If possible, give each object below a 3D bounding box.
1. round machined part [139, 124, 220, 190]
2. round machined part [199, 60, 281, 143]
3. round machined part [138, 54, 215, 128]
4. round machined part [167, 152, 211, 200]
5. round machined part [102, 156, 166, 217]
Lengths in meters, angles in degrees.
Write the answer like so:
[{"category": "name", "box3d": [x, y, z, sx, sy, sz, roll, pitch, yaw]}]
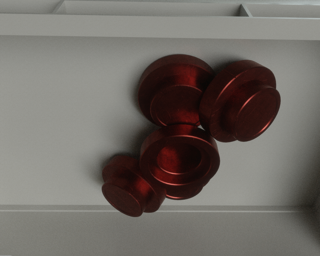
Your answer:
[{"category": "round machined part", "box3d": [0.024, 0.032, 0.395, 0.099, 0.042, 0.097, -1, 130, 0]}, {"category": "round machined part", "box3d": [0.096, -0.023, 0.349, 0.099, 0.042, 0.097, -20, 132, -24]}, {"category": "round machined part", "box3d": [0.023, -0.034, 0.367, 0.099, 0.042, 0.097, -1, 130, 0]}, {"category": "round machined part", "box3d": [0.028, 0.069, 0.455, 0.099, 0.042, 0.097, -1, 130, 0]}, {"category": "round machined part", "box3d": [-0.044, 0.089, 0.444, 0.098, 0.042, 0.097, 21, 138, 21]}]
